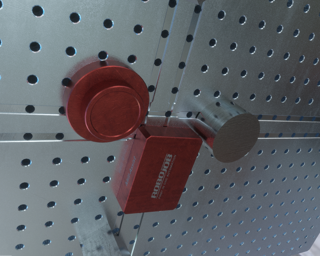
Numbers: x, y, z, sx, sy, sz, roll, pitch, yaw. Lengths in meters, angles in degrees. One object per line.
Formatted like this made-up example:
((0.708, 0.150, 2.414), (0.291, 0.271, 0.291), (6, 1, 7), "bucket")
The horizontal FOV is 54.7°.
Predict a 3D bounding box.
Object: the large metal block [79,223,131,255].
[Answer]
((-0.072, 0.206, 0.466), (0.050, 0.080, 0.080), (-30, 129, -10), "large metal block")

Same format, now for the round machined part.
((-0.057, -0.024, 0.355), (0.099, 0.042, 0.097), (-14, 125, -21), "round machined part")

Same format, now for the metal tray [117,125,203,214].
((-0.002, 0.062, 0.447), (0.091, 0.030, 0.129), (4, 116, -31), "metal tray")

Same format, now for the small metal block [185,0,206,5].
((0.043, -0.158, 0.323), (0.050, 0.050, 0.025), (-36, 130, -4), "small metal block")

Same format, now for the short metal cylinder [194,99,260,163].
((0.097, 0.004, 0.453), (0.081, 0.050, 0.079), (-14, 124, -21), "short metal cylinder")
